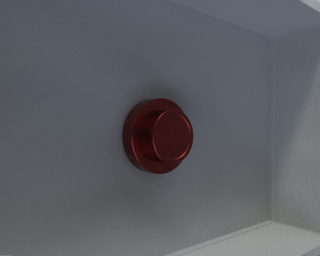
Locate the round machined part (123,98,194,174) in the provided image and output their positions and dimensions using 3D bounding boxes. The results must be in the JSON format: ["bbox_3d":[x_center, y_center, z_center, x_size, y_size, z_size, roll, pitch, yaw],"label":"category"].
[{"bbox_3d":[0.005,0.010,0.397,0.099,0.042,0.097,0,90,-40],"label":"round machined part"}]
